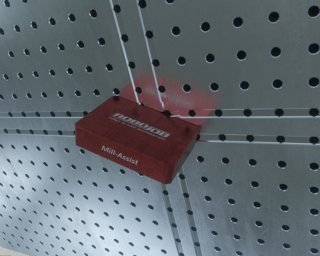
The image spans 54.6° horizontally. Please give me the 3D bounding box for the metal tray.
[{"bbox_3d":[-0.027,0.009,0.389,0.130,0.090,0.030,21,126,15],"label":"metal tray"}]
